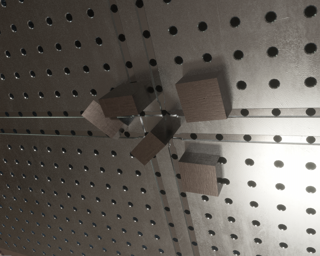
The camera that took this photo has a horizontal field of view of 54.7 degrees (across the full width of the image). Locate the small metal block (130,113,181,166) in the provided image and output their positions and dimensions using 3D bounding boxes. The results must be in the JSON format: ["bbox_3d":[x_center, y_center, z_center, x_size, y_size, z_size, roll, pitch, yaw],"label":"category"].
[{"bbox_3d":[-0.006,0.015,0.406,0.025,0.050,0.050,43,129,-1],"label":"small metal block"}]

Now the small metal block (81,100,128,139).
[{"bbox_3d":[-0.074,-0.010,0.424,0.050,0.050,0.025,37,87,2],"label":"small metal block"}]

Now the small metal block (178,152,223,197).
[{"bbox_3d":[0.056,0.062,0.419,0.050,0.025,0.050,4,120,26],"label":"small metal block"}]

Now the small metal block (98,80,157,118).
[{"bbox_3d":[-0.040,-0.037,0.392,0.050,0.050,0.025,-4,116,29],"label":"small metal block"}]

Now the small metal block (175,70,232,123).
[{"bbox_3d":[0.051,-0.036,0.361,0.050,0.025,0.050,-5,116,30],"label":"small metal block"}]
